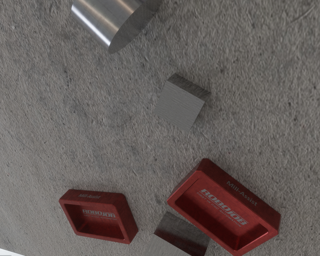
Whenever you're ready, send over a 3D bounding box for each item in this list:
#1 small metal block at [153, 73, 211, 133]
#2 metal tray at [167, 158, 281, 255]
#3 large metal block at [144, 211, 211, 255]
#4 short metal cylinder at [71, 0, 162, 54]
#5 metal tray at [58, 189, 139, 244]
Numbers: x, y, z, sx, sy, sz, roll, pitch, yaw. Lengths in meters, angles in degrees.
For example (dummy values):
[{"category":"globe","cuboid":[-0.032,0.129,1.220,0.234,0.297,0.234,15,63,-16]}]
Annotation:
[{"category":"small metal block","cuboid":[0.026,-0.030,0.375,0.050,0.025,0.050,31,128,8]},{"category":"metal tray","cuboid":[0.085,0.112,0.427,0.130,0.030,0.089,38,129,2]},{"category":"large metal block","cuboid":[0.026,0.193,0.497,0.080,0.050,0.079,27,128,11]},{"category":"short metal cylinder","cuboid":[-0.043,-0.123,0.318,0.050,0.080,0.080,44,129,-3]},{"category":"metal tray","cuboid":[-0.112,0.159,0.560,0.130,0.030,0.090,-3,117,29]}]
